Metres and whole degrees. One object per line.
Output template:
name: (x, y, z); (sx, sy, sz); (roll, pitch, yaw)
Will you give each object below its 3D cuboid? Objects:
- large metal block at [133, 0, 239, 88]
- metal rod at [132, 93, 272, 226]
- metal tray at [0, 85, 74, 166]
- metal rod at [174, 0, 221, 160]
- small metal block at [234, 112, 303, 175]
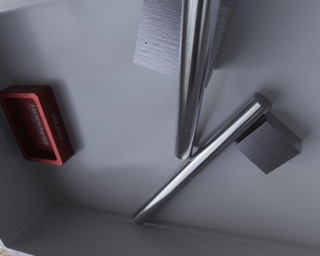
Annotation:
large metal block: (0.026, -0.098, 0.313); (0.080, 0.050, 0.079); (21, 127, 8)
metal rod: (0.038, 0.062, 0.425); (0.025, 0.025, 0.298); (40, 129, 1)
metal tray: (-0.201, -0.004, 0.506); (0.090, 0.030, 0.129); (4, 120, 26)
metal rod: (0.029, -0.040, 0.282); (0.025, 0.025, 0.299); (24, 155, 13)
small metal block: (0.124, 0.018, 0.354); (0.050, 0.025, 0.050); (42, 129, -1)
